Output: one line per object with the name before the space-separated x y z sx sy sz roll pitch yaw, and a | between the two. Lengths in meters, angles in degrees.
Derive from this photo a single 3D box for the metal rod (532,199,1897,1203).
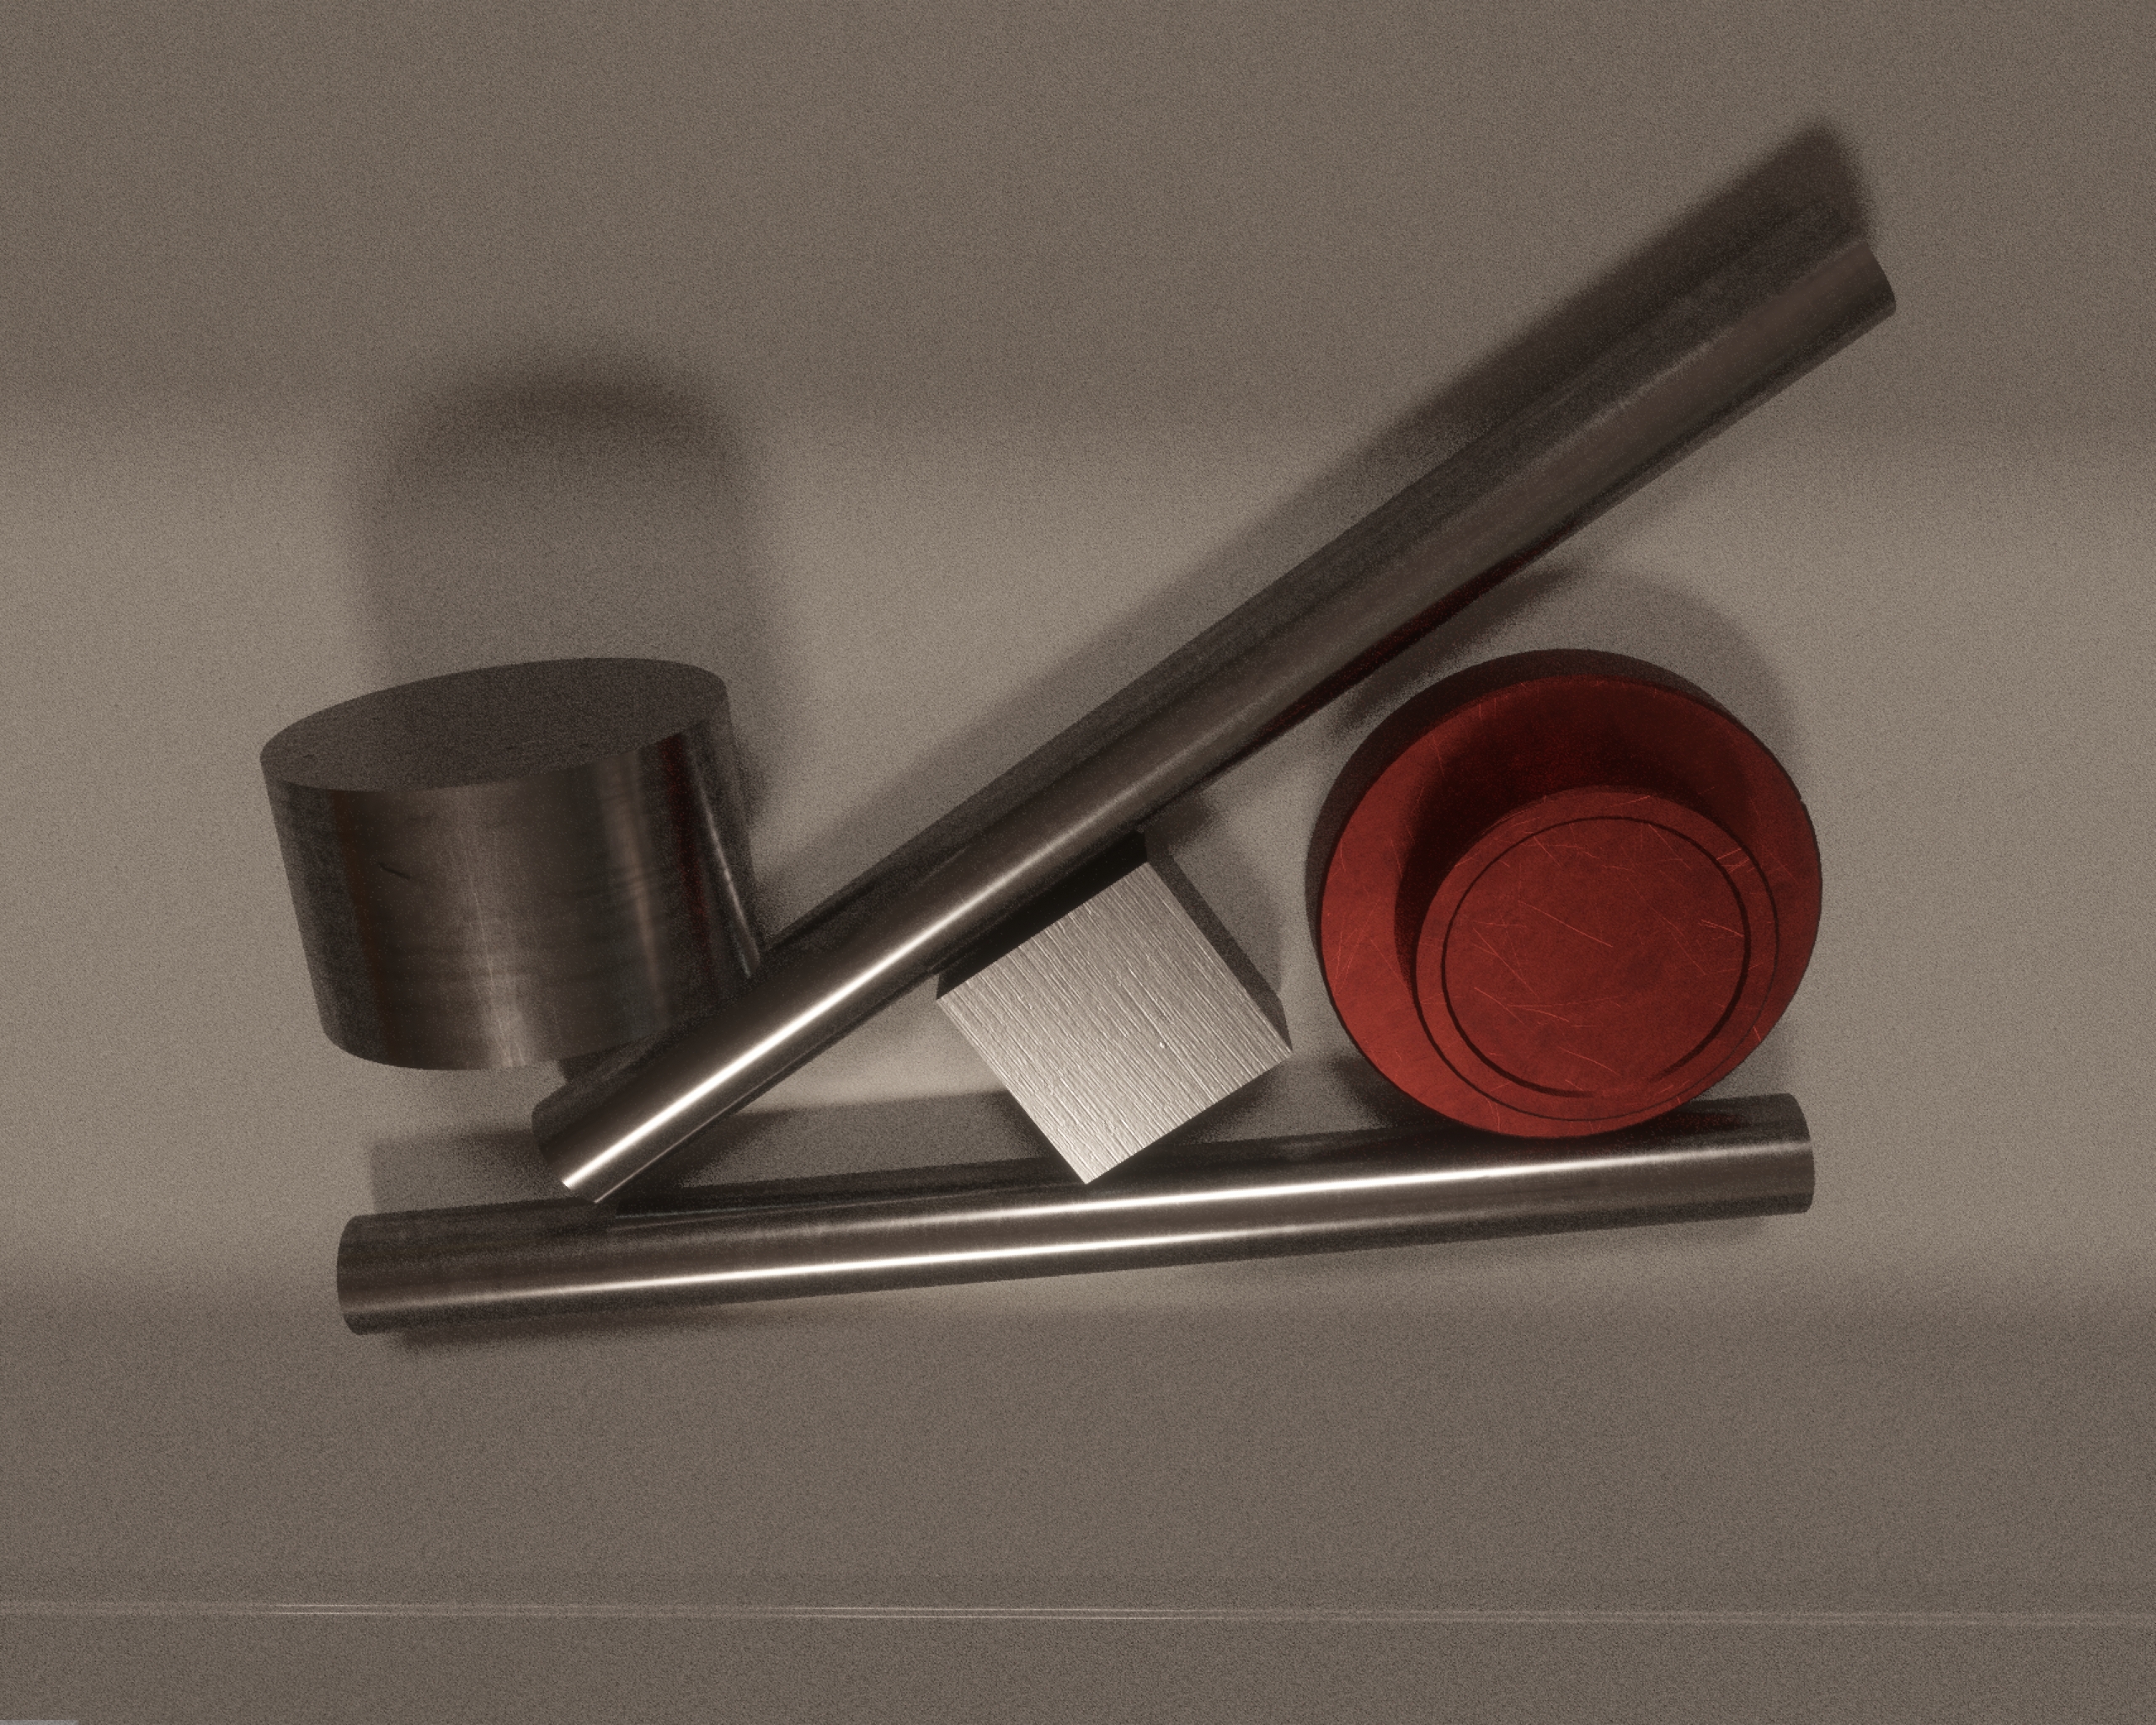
metal rod | 0.017 -0.024 0.401 0.300 0.025 0.025 -35 107 11

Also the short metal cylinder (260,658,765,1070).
short metal cylinder | -0.101 -0.002 0.379 0.081 0.080 0.050 -5 110 1

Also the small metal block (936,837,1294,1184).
small metal block | 0.007 0.028 0.419 0.050 0.025 0.050 -34 107 11

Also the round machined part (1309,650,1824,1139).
round machined part | 0.096 0.011 0.404 0.099 0.042 0.097 0 110 -1

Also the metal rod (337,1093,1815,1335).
metal rod | -0.001 0.074 0.437 0.302 0.025 0.025 -5 110 1
